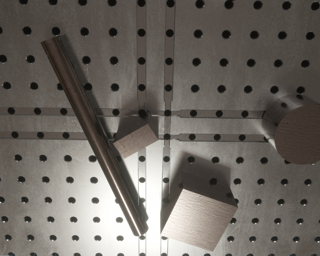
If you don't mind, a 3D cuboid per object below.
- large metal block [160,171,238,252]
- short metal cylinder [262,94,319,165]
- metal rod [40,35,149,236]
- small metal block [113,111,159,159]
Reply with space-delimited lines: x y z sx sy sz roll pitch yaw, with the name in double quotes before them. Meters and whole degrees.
"large metal block" 0.053 0.119 0.445 0.080 0.050 0.079 20 109 -8
"short metal cylinder" 0.181 0.001 0.403 0.081 0.050 0.079 0 110 -1
"metal rod" -0.080 0.024 0.421 0.025 0.025 0.298 -19 109 6
"small metal block" -0.030 0.008 0.403 0.050 0.050 0.025 -29 108 10
